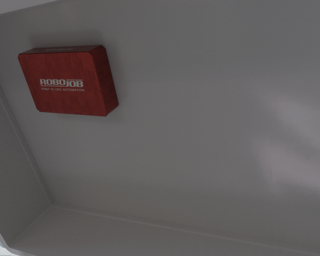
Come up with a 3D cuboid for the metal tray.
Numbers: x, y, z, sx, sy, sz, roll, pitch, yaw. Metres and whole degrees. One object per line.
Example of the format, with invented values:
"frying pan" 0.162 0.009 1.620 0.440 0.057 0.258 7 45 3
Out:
"metal tray" -0.128 -0.066 0.433 0.130 0.030 0.090 5 121 26
